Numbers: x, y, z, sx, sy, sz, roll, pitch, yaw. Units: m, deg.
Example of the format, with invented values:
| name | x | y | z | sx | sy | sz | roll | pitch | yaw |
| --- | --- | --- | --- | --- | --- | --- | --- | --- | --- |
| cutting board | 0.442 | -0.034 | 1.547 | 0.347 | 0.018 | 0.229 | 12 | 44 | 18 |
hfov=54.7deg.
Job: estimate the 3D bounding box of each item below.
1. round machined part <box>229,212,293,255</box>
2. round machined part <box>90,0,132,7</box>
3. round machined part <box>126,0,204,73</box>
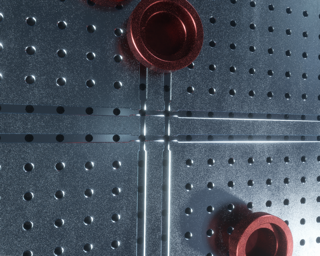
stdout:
| name | x | y | z | sx | sy | sz | roll | pitch | yaw |
| --- | --- | --- | --- | --- | --- | --- | --- | --- | --- |
| round machined part | 0.144 | 0.173 | 0.459 | 0.099 | 0.042 | 0.097 | 0 | 90 | -21 |
| round machined part | -0.061 | -0.205 | 0.381 | 0.099 | 0.042 | 0.097 | 0 | 90 | -21 |
| round machined part | 0.004 | -0.121 | 0.406 | 0.099 | 0.042 | 0.097 | 0 | 90 | -21 |
